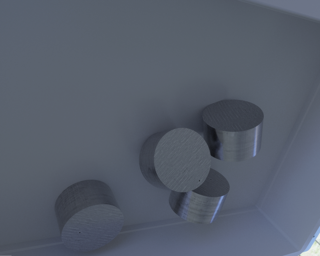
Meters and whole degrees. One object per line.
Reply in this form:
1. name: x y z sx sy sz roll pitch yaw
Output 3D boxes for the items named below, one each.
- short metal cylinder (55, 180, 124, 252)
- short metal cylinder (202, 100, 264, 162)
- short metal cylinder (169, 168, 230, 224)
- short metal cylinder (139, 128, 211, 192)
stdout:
1. short metal cylinder: -0.095 0.117 0.414 0.081 0.050 0.079 -14 125 -21
2. short metal cylinder: 0.101 0.002 0.432 0.081 0.080 0.050 -20 126 -17
3. short metal cylinder: 0.058 0.098 0.467 0.081 0.080 0.050 0 119 -29
4. short metal cylinder: 0.019 0.042 0.407 0.081 0.050 0.080 3 83 -25
